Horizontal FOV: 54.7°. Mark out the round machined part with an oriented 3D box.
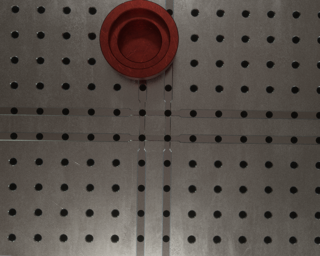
[{"bbox_3d":[-0.026,-0.111,0.405,0.099,0.042,0.097,0,90,-1],"label":"round machined part"}]
